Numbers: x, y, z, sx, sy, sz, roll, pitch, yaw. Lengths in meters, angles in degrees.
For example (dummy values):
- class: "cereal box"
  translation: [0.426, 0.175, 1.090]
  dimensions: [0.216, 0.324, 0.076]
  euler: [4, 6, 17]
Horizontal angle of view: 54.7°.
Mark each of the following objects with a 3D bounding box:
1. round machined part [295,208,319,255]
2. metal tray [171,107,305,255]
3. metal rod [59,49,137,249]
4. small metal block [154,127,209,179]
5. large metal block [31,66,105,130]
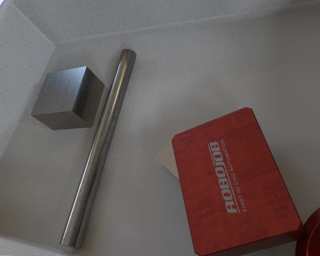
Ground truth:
- class: "round machined part"
  translation: [0.158, 0.102, 0.232]
  dimensions: [0.098, 0.042, 0.098]
  euler: [-42, 23, 23]
- class: "metal tray"
  translation: [0.067, 0.050, 0.299]
  dimensions: [0.090, 0.030, 0.130]
  euler: [-22, 50, 15]
- class: "metal rod"
  translation: [-0.080, 0.011, 0.438]
  dimensions: [0.025, 0.025, 0.300]
  euler: [-2, 61, 27]
- class: "small metal block"
  translation: [0.030, 0.035, 0.368]
  dimensions: [0.050, 0.025, 0.050]
  euler: [-48, 52, -6]
- class: "large metal block"
  translation: [-0.144, -0.045, 0.491]
  dimensions: [0.080, 0.050, 0.080]
  euler: [-4, 60, 26]
